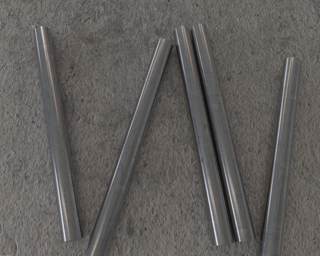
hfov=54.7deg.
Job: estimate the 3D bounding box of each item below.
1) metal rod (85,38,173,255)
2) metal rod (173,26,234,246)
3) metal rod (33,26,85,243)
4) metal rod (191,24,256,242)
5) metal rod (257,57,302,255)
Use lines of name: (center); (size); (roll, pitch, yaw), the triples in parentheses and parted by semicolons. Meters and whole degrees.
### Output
metal rod: (-0.033, 0.012, 0.403); (0.025, 0.025, 0.299); (15, 71, 5)
metal rod: (0.053, -0.005, 0.409); (0.025, 0.025, 0.299); (-8, 70, -3)
metal rod: (-0.137, -0.006, 0.409); (0.025, 0.025, 0.299); (-13, 71, -5)
metal rod: (0.079, -0.008, 0.411); (0.025, 0.025, 0.299); (-8, 70, -3)
metal rod: (0.153, 0.042, 0.393); (0.025, 0.025, 0.299); (13, 70, 5)
